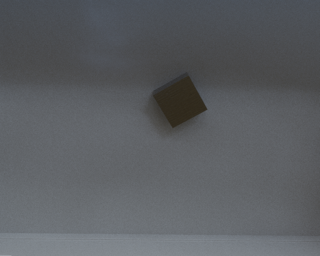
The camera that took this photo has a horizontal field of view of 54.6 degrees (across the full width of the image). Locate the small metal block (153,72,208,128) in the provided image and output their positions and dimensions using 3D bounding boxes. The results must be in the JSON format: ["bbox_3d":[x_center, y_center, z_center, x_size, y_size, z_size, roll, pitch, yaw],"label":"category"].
[{"bbox_3d":[0.026,-0.036,0.398,0.050,0.025,0.050,-29,108,10],"label":"small metal block"}]
